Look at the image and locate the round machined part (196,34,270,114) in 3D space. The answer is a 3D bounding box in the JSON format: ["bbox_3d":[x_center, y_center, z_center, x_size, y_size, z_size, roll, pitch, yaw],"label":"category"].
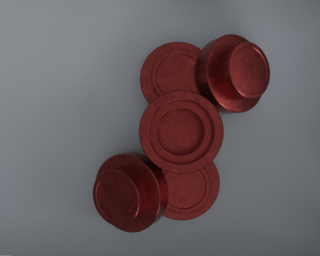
[{"bbox_3d":[0.096,-0.068,0.381,0.099,0.042,0.097,2,87,-31],"label":"round machined part"}]

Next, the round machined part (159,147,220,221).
[{"bbox_3d":[0.029,0.072,0.402,0.099,0.042,0.097,0,90,-1],"label":"round machined part"}]

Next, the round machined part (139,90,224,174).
[{"bbox_3d":[0.025,0.005,0.380,0.099,0.042,0.097,0,90,-1],"label":"round machined part"}]

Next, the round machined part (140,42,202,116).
[{"bbox_3d":[0.023,-0.063,0.401,0.099,0.042,0.097,0,90,-1],"label":"round machined part"}]

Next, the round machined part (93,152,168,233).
[{"bbox_3d":[-0.043,0.081,0.380,0.098,0.042,0.097,2,95,29],"label":"round machined part"}]
